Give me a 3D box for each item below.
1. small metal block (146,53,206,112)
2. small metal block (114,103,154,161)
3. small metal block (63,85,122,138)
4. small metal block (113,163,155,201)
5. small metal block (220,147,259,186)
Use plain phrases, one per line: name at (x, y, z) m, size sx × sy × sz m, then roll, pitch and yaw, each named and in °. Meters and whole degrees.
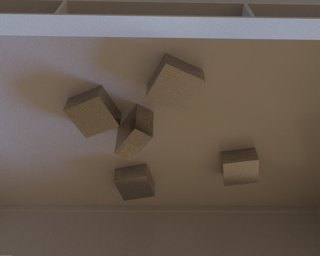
small metal block at (0.017, -0.052, 0.364) m, size 0.050 × 0.025 × 0.050 m, roll 21°, pitch 127°, yaw -17°
small metal block at (-0.033, 0.006, 0.397) m, size 0.025 × 0.050 × 0.050 m, roll 28°, pitch 125°, yaw -22°
small metal block at (-0.084, -0.020, 0.391) m, size 0.050 × 0.025 × 0.050 m, roll -19°, pitch 128°, yaw 15°
small metal block at (-0.039, 0.085, 0.481) m, size 0.050 × 0.025 × 0.050 m, roll -11°, pitch 130°, yaw 8°
small metal block at (0.118, 0.058, 0.459) m, size 0.050 × 0.025 × 0.050 m, roll -8°, pitch 130°, yaw 6°
